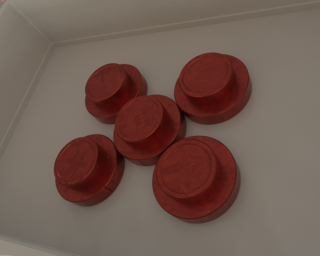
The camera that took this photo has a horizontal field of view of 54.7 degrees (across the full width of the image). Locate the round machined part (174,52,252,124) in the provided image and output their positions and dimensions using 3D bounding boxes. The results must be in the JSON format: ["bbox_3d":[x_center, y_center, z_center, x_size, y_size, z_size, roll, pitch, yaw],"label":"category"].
[{"bbox_3d":[0.063,-0.057,0.394,0.098,0.042,0.098,-13,56,20],"label":"round machined part"}]

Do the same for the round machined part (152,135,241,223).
[{"bbox_3d":[0.035,0.051,0.342,0.098,0.042,0.098,-13,56,20],"label":"round machined part"}]

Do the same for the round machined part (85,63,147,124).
[{"bbox_3d":[-0.072,-0.058,0.465,0.098,0.042,0.098,-13,56,20],"label":"round machined part"}]

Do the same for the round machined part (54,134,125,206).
[{"bbox_3d":[-0.100,0.051,0.413,0.098,0.042,0.098,-13,56,20],"label":"round machined part"}]

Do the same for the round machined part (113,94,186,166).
[{"bbox_3d":[-0.019,-0.003,0.403,0.098,0.042,0.098,-13,56,20],"label":"round machined part"}]
